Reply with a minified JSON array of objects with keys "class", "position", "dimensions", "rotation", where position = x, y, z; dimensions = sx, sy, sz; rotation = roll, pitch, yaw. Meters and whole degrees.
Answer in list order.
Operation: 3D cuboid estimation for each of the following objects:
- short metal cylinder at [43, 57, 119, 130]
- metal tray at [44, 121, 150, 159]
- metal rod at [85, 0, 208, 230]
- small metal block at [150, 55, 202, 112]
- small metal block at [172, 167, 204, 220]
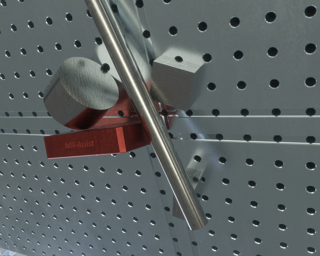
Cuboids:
[{"class":"short metal cylinder","position":[-0.101,-0.044,0.400],"dimensions":[0.080,0.080,0.050],"rotation":[47,129,-5]},{"class":"metal tray","position":[-0.075,0.014,0.412],"dimensions":[0.130,0.091,0.030],"rotation":[-7,94,31]},{"class":"metal rod","position":[-0.013,-0.015,0.371],"dimensions":[0.025,0.025,0.299],"rotation":[-20,97,35]},{"class":"small metal block","position":[0.017,-0.054,0.368],"dimensions":[0.050,0.025,0.050],"rotation":[19,126,16]},{"class":"small metal block","position":[0.039,0.091,0.430],"dimensions":[0.025,0.050,0.050],"rotation":[14,124,20]}]
